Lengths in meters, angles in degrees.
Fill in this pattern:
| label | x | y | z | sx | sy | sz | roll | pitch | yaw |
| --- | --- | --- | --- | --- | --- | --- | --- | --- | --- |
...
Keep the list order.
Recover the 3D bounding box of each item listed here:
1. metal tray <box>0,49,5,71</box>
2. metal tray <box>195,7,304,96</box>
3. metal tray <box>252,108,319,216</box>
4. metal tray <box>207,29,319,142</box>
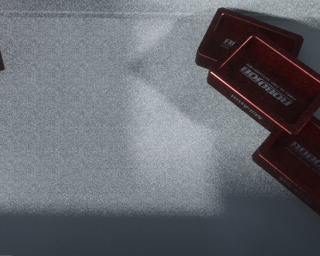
| label | x | y | z | sx | sy | sz | roll | pitch | yaw |
| --- | --- | --- | --- | --- | --- | --- | --- | --- | --- |
| metal tray | -0.255 | -0.138 | 0.402 | 0.030 | 0.130 | 0.090 | -20 | 72 | -7 |
| metal tray | 0.128 | -0.112 | 0.448 | 0.130 | 0.030 | 0.090 | 23 | 72 | 8 |
| metal tray | 0.197 | 0.045 | 0.391 | 0.130 | 0.030 | 0.090 | 41 | 75 | 13 |
| metal tray | 0.138 | -0.057 | 0.395 | 0.130 | 0.030 | 0.090 | 41 | 75 | 13 |
